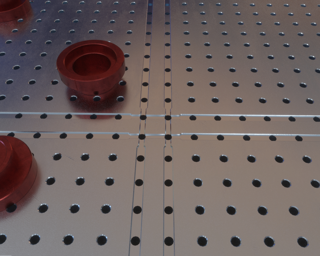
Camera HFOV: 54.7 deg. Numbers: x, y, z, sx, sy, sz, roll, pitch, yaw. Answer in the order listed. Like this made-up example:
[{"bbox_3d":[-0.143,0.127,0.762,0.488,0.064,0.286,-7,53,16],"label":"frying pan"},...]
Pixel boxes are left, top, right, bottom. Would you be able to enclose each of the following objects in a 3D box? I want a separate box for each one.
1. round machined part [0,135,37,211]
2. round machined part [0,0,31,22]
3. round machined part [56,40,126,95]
[{"bbox_3d":[-0.198,0.046,0.356,0.099,0.042,0.098,0,50,0],"label":"round machined part"},{"bbox_3d":[-0.309,-0.251,0.603,0.099,0.042,0.098,0,50,0],"label":"round machined part"},{"bbox_3d":[-0.102,-0.088,0.469,0.099,0.042,0.098,0,50,0],"label":"round machined part"}]
